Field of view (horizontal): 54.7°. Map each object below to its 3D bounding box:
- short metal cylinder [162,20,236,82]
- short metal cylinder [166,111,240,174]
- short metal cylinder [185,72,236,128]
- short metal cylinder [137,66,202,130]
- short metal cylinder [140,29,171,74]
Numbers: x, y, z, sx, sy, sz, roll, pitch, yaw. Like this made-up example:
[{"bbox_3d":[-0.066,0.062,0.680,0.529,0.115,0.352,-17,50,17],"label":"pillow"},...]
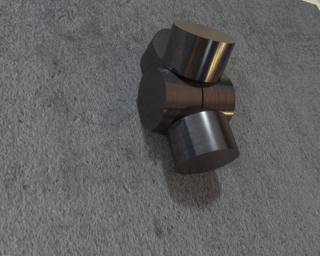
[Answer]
[{"bbox_3d":[0.048,-0.098,0.392,0.081,0.050,0.080,14,29,-7],"label":"short metal cylinder"},{"bbox_3d":[0.053,0.020,0.388,0.081,0.080,0.050,0,62,-29],"label":"short metal cylinder"},{"bbox_3d":[0.057,-0.037,0.425,0.050,0.080,0.080,0,62,-28],"label":"short metal cylinder"},{"bbox_3d":[0.010,-0.037,0.400,0.050,0.080,0.080,1,62,-28],"label":"short metal cylinder"},{"bbox_3d":[0.016,-0.100,0.462,0.081,0.050,0.080,14,56,-21],"label":"short metal cylinder"}]
